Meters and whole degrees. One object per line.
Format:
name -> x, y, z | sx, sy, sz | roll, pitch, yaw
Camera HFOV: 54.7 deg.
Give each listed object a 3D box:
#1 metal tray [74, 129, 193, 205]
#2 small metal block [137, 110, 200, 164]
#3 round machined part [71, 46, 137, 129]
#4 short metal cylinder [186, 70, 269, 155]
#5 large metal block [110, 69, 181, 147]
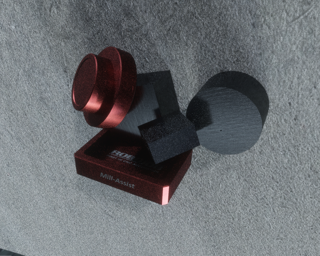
metal tray -> -0.033, 0.042, 0.409 | 0.130, 0.090, 0.030 | 16, 125, 19
small metal block -> 0.008, 0.008, 0.334 | 0.050, 0.050, 0.025 | -23, 115, -7
round machined part -> -0.072, -0.050, 0.367 | 0.042, 0.098, 0.098 | 13, 140, -36
short metal cylinder -> 0.075, -0.017, 0.343 | 0.080, 0.050, 0.079 | 13, 124, 21
large metal block -> -0.023, -0.023, 0.391 | 0.080, 0.050, 0.080 | -1, 118, 29
